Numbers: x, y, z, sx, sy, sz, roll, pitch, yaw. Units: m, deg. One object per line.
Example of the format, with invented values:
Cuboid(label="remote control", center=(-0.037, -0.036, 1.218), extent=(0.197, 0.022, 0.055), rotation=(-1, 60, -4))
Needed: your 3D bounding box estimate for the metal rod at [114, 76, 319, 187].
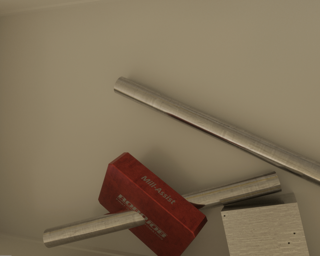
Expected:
Cuboid(label="metal rod", center=(0.073, 0.002, 0.384), extent=(0.301, 0.025, 0.025), rotation=(25, 98, 17))

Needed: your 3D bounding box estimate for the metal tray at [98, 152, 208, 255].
Cuboid(label="metal tray", center=(-0.015, 0.102, 0.389), extent=(0.130, 0.030, 0.089), rotation=(37, 134, 15))

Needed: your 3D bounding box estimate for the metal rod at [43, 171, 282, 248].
Cuboid(label="metal rod", center=(-0.005, 0.104, 0.386), extent=(0.301, 0.025, 0.025), rotation=(-16, 85, 9))

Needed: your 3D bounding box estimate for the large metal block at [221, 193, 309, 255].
Cuboid(label="large metal block", center=(0.121, 0.124, 0.354), extent=(0.080, 0.050, 0.080), rotation=(-13, 86, 19))
